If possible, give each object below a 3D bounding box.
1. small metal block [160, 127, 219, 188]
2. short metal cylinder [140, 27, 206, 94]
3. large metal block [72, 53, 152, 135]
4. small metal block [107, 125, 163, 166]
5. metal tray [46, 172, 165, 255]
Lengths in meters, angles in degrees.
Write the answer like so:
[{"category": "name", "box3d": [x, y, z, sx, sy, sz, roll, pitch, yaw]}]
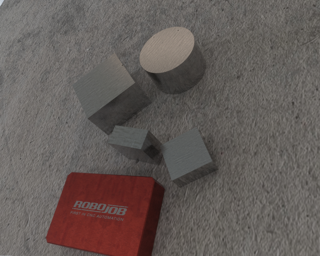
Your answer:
[{"category": "small metal block", "box3d": [0.034, 0.035, 0.365, 0.050, 0.025, 0.050, -28, 52, 10]}, {"category": "short metal cylinder", "box3d": [0.019, -0.095, 0.436, 0.080, 0.050, 0.080, -13, 56, 21]}, {"category": "large metal block", "box3d": [-0.072, -0.051, 0.457, 0.080, 0.050, 0.080, -37, 51, 4]}, {"category": "small metal block", "box3d": [-0.028, 0.022, 0.389, 0.050, 0.050, 0.025, 8, 66, 31]}, {"category": "metal tray", "box3d": [-0.066, 0.103, 0.372, 0.130, 0.030, 0.090, -1, 61, 27]}]
